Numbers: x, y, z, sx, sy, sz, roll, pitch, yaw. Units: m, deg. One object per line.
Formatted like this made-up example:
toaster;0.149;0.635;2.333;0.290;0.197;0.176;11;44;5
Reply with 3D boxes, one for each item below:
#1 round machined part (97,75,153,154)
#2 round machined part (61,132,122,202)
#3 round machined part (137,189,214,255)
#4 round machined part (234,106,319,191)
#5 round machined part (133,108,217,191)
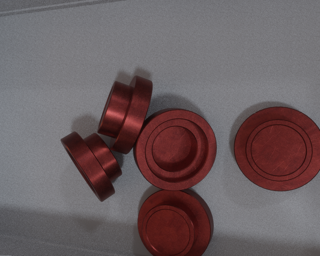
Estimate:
round machined part;-0.047;-0.020;0.384;0.042;0.098;0.097;19;97;-14
round machined part;-0.086;0.045;0.411;0.042;0.098;0.098;-33;77;-19
round machined part;0.016;0.127;0.395;0.098;0.042;0.097;0;90;19
round machined part;0.135;0.024;0.354;0.098;0.042;0.097;0;90;19
round machined part;0.016;0.024;0.379;0.099;0.042;0.097;-2;99;-14
